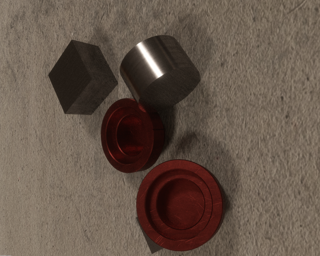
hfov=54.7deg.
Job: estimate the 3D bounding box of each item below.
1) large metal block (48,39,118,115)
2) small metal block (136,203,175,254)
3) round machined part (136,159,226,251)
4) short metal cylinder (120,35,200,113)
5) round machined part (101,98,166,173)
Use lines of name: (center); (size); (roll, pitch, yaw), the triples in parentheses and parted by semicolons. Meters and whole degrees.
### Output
large metal block: (-0.123, -0.077, 0.487); (0.080, 0.050, 0.080); (-43, 64, 31)
small metal block: (0.003, 0.127, 0.401); (0.050, 0.025, 0.050); (-41, 65, 32)
round machined part: (0.026, 0.087, 0.356); (0.098, 0.042, 0.098); (-5, 76, 19)
short metal cylinder: (0.000, -0.062, 0.368); (0.080, 0.081, 0.050); (-44, 64, 31)
round machined part: (-0.032, 0.010, 0.418); (0.098, 0.042, 0.097); (1, 91, 40)
